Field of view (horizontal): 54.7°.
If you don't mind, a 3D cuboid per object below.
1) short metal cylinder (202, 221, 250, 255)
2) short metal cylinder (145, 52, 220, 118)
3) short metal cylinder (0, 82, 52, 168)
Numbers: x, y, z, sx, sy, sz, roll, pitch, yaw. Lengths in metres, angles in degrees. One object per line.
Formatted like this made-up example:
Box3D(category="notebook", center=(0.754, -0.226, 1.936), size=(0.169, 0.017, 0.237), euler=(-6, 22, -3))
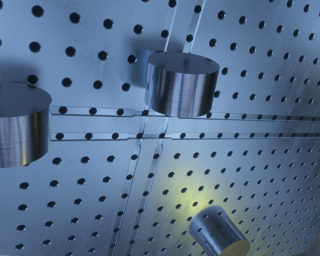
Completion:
Box3D(category="short metal cylinder", center=(0.130, 0.232, 0.613), size=(0.081, 0.050, 0.079), euler=(-14, 125, -21))
Box3D(category="short metal cylinder", center=(0.024, -0.052, 0.358), size=(0.081, 0.080, 0.050), euler=(-8, 122, -25))
Box3D(category="short metal cylinder", center=(-0.146, -0.006, 0.293), size=(0.081, 0.080, 0.050), euler=(-3, 120, -27))
